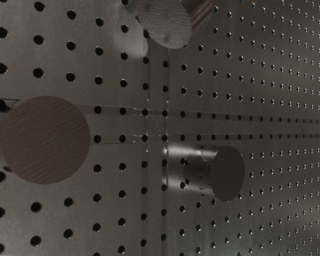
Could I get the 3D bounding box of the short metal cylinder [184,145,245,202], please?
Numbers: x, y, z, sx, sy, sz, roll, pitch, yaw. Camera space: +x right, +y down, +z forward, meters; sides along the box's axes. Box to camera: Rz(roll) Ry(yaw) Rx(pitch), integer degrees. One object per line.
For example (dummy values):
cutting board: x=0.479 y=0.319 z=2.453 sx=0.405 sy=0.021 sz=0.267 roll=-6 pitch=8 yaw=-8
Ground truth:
short metal cylinder: x=0.082 y=0.066 z=0.465 sx=0.081 sy=0.050 sz=0.079 roll=0 pitch=90 yaw=-40

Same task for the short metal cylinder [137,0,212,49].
short metal cylinder: x=0.018 y=-0.148 z=0.390 sx=0.050 sy=0.080 sz=0.080 roll=-51 pitch=121 yaw=-28

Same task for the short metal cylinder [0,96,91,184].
short metal cylinder: x=-0.115 y=0.011 z=0.297 sx=0.081 sy=0.050 sz=0.079 roll=0 pitch=91 yaw=-40
